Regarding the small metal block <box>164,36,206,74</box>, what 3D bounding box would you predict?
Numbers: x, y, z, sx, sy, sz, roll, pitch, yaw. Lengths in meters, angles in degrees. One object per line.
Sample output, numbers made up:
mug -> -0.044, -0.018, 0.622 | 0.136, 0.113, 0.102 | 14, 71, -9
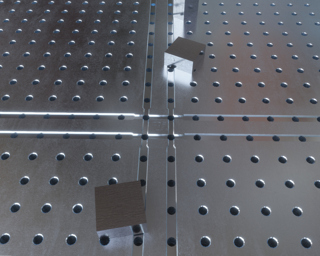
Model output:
small metal block -> 0.041, -0.120, 0.509 | 0.050, 0.025, 0.050 | 23, 54, 18

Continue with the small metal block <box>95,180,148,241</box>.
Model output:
small metal block -> -0.042, 0.088, 0.334 | 0.050, 0.025, 0.050 | -8, 50, -7

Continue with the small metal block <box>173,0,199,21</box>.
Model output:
small metal block -> 0.051, -0.244, 0.597 | 0.025, 0.050, 0.050 | 31, 57, 23
